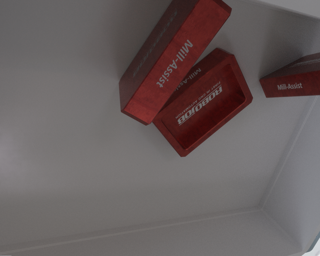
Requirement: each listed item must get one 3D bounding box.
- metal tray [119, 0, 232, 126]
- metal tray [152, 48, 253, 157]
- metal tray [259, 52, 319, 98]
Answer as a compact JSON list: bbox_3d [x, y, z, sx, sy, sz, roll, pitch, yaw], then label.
[{"bbox_3d":[0.007,-0.076,0.310,0.030,0.090,0.129,30,109,-22],"label":"metal tray"},{"bbox_3d":[0.054,-0.032,0.414,0.130,0.030,0.090,-39,129,-2],"label":"metal tray"},{"bbox_3d":[0.206,-0.074,0.408,0.090,0.130,0.030,-27,100,-11],"label":"metal tray"}]
